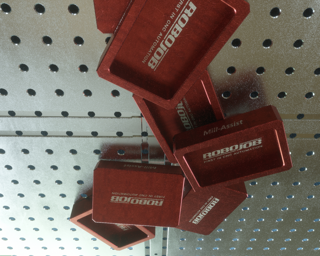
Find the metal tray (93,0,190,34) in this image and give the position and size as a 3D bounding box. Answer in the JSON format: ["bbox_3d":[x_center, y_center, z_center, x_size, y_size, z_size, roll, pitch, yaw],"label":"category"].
[{"bbox_3d":[-0.017,-0.153,0.278,0.090,0.030,0.129,0,130,0],"label":"metal tray"}]

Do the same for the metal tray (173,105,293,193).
[{"bbox_3d":[0.092,0.031,0.394,0.130,0.030,0.090,-18,128,14],"label":"metal tray"}]

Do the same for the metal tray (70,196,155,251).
[{"bbox_3d":[-0.080,0.165,0.547,0.090,0.030,0.130,-28,125,22],"label":"metal tray"}]

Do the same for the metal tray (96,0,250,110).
[{"bbox_3d":[0.008,-0.086,0.294,0.090,0.030,0.129,24,126,-20],"label":"metal tray"}]

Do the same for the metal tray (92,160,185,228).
[{"bbox_3d":[-0.033,0.100,0.468,0.131,0.030,0.089,5,107,-2],"label":"metal tray"}]

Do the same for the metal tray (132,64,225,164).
[{"bbox_3d":[0.033,-0.016,0.394,0.090,0.030,0.130,-18,128,14],"label":"metal tray"}]

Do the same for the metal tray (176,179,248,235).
[{"bbox_3d":[0.071,0.125,0.515,0.091,0.030,0.129,19,128,-16],"label":"metal tray"}]
